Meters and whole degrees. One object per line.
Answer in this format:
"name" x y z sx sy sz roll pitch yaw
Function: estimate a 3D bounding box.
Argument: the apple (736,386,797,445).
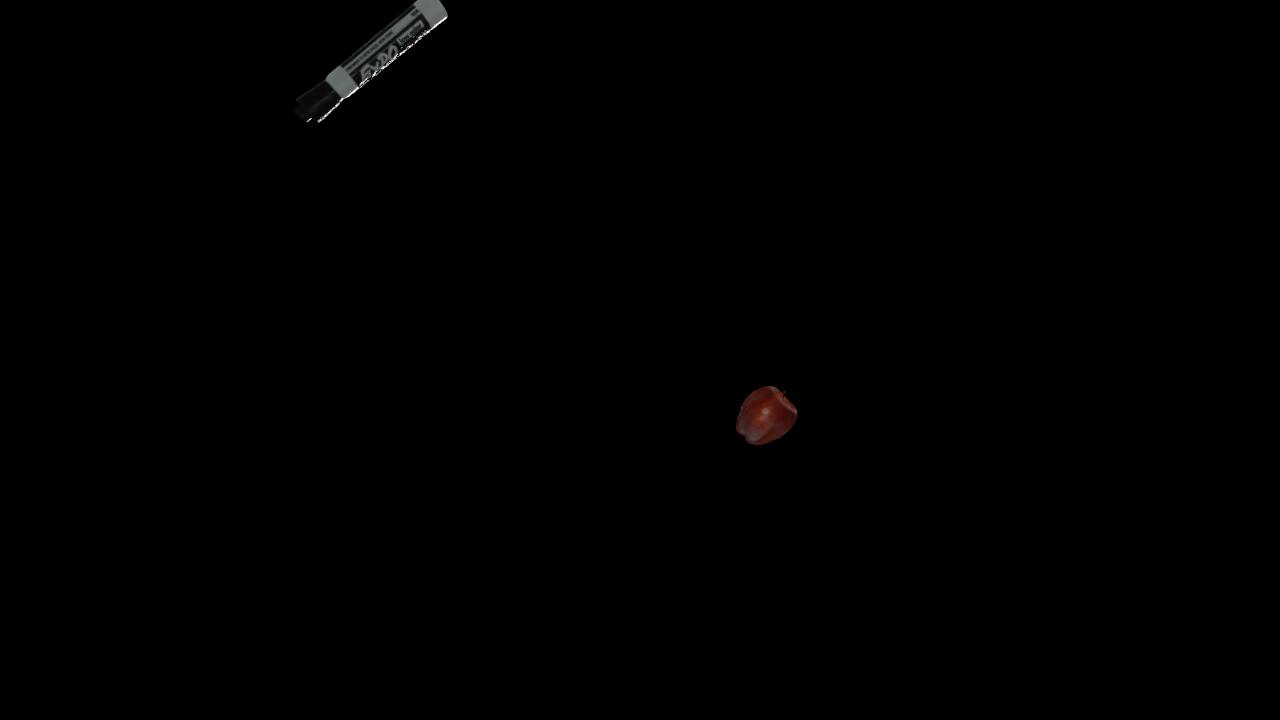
"apple" 0.188 0.083 0.925 0.079 0.093 0.079 40 12 -10

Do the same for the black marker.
"black marker" -0.181 -0.201 0.412 0.121 0.020 0.020 -44 7 -7
